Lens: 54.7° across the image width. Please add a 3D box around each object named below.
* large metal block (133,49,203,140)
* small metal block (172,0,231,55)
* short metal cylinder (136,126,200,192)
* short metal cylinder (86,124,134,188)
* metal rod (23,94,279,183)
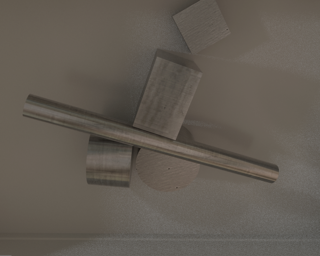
[{"bbox_3d":[0.007,-0.043,0.366,0.050,0.080,0.079,18,109,-7],"label":"large metal block"},{"bbox_3d":[0.048,-0.122,0.367,0.050,0.025,0.050,-28,108,9],"label":"small metal block"},{"bbox_3d":[0.010,0.037,0.412,0.081,0.050,0.079,0,110,-1],"label":"short metal cylinder"},{"bbox_3d":[-0.060,0.034,0.394,0.050,0.080,0.079,6,110,-2],"label":"short metal cylinder"},{"bbox_3d":[0.002,0.017,0.358,0.302,0.025,0.025,16,109,-13],"label":"metal rod"}]
